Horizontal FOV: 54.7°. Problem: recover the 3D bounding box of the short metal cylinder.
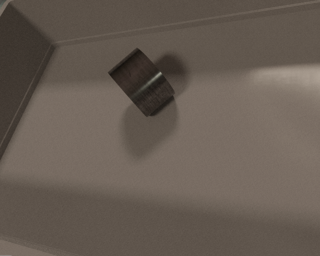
[{"bbox_3d":[-0.025,-0.061,0.419,0.050,0.080,0.080,-41,51,0],"label":"short metal cylinder"}]
